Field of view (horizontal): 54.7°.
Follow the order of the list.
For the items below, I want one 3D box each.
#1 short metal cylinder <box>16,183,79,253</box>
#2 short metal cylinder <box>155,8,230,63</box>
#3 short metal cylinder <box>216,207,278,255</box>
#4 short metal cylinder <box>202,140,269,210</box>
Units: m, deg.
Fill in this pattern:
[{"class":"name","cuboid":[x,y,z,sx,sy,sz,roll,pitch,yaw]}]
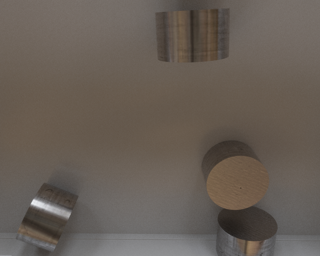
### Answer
[{"class":"short metal cylinder","cuboid":[-0.153,0.122,0.425,0.050,0.080,0.080,25,108,-9]},{"class":"short metal cylinder","cuboid":[0.036,-0.104,0.344,0.080,0.080,0.050,-3,110,1]},{"class":"short metal cylinder","cuboid":[0.121,0.153,0.439,0.081,0.080,0.050,0,110,0]},{"class":"short metal cylinder","cuboid":[0.100,0.063,0.422,0.081,0.050,0.079,0,110,0]}]
